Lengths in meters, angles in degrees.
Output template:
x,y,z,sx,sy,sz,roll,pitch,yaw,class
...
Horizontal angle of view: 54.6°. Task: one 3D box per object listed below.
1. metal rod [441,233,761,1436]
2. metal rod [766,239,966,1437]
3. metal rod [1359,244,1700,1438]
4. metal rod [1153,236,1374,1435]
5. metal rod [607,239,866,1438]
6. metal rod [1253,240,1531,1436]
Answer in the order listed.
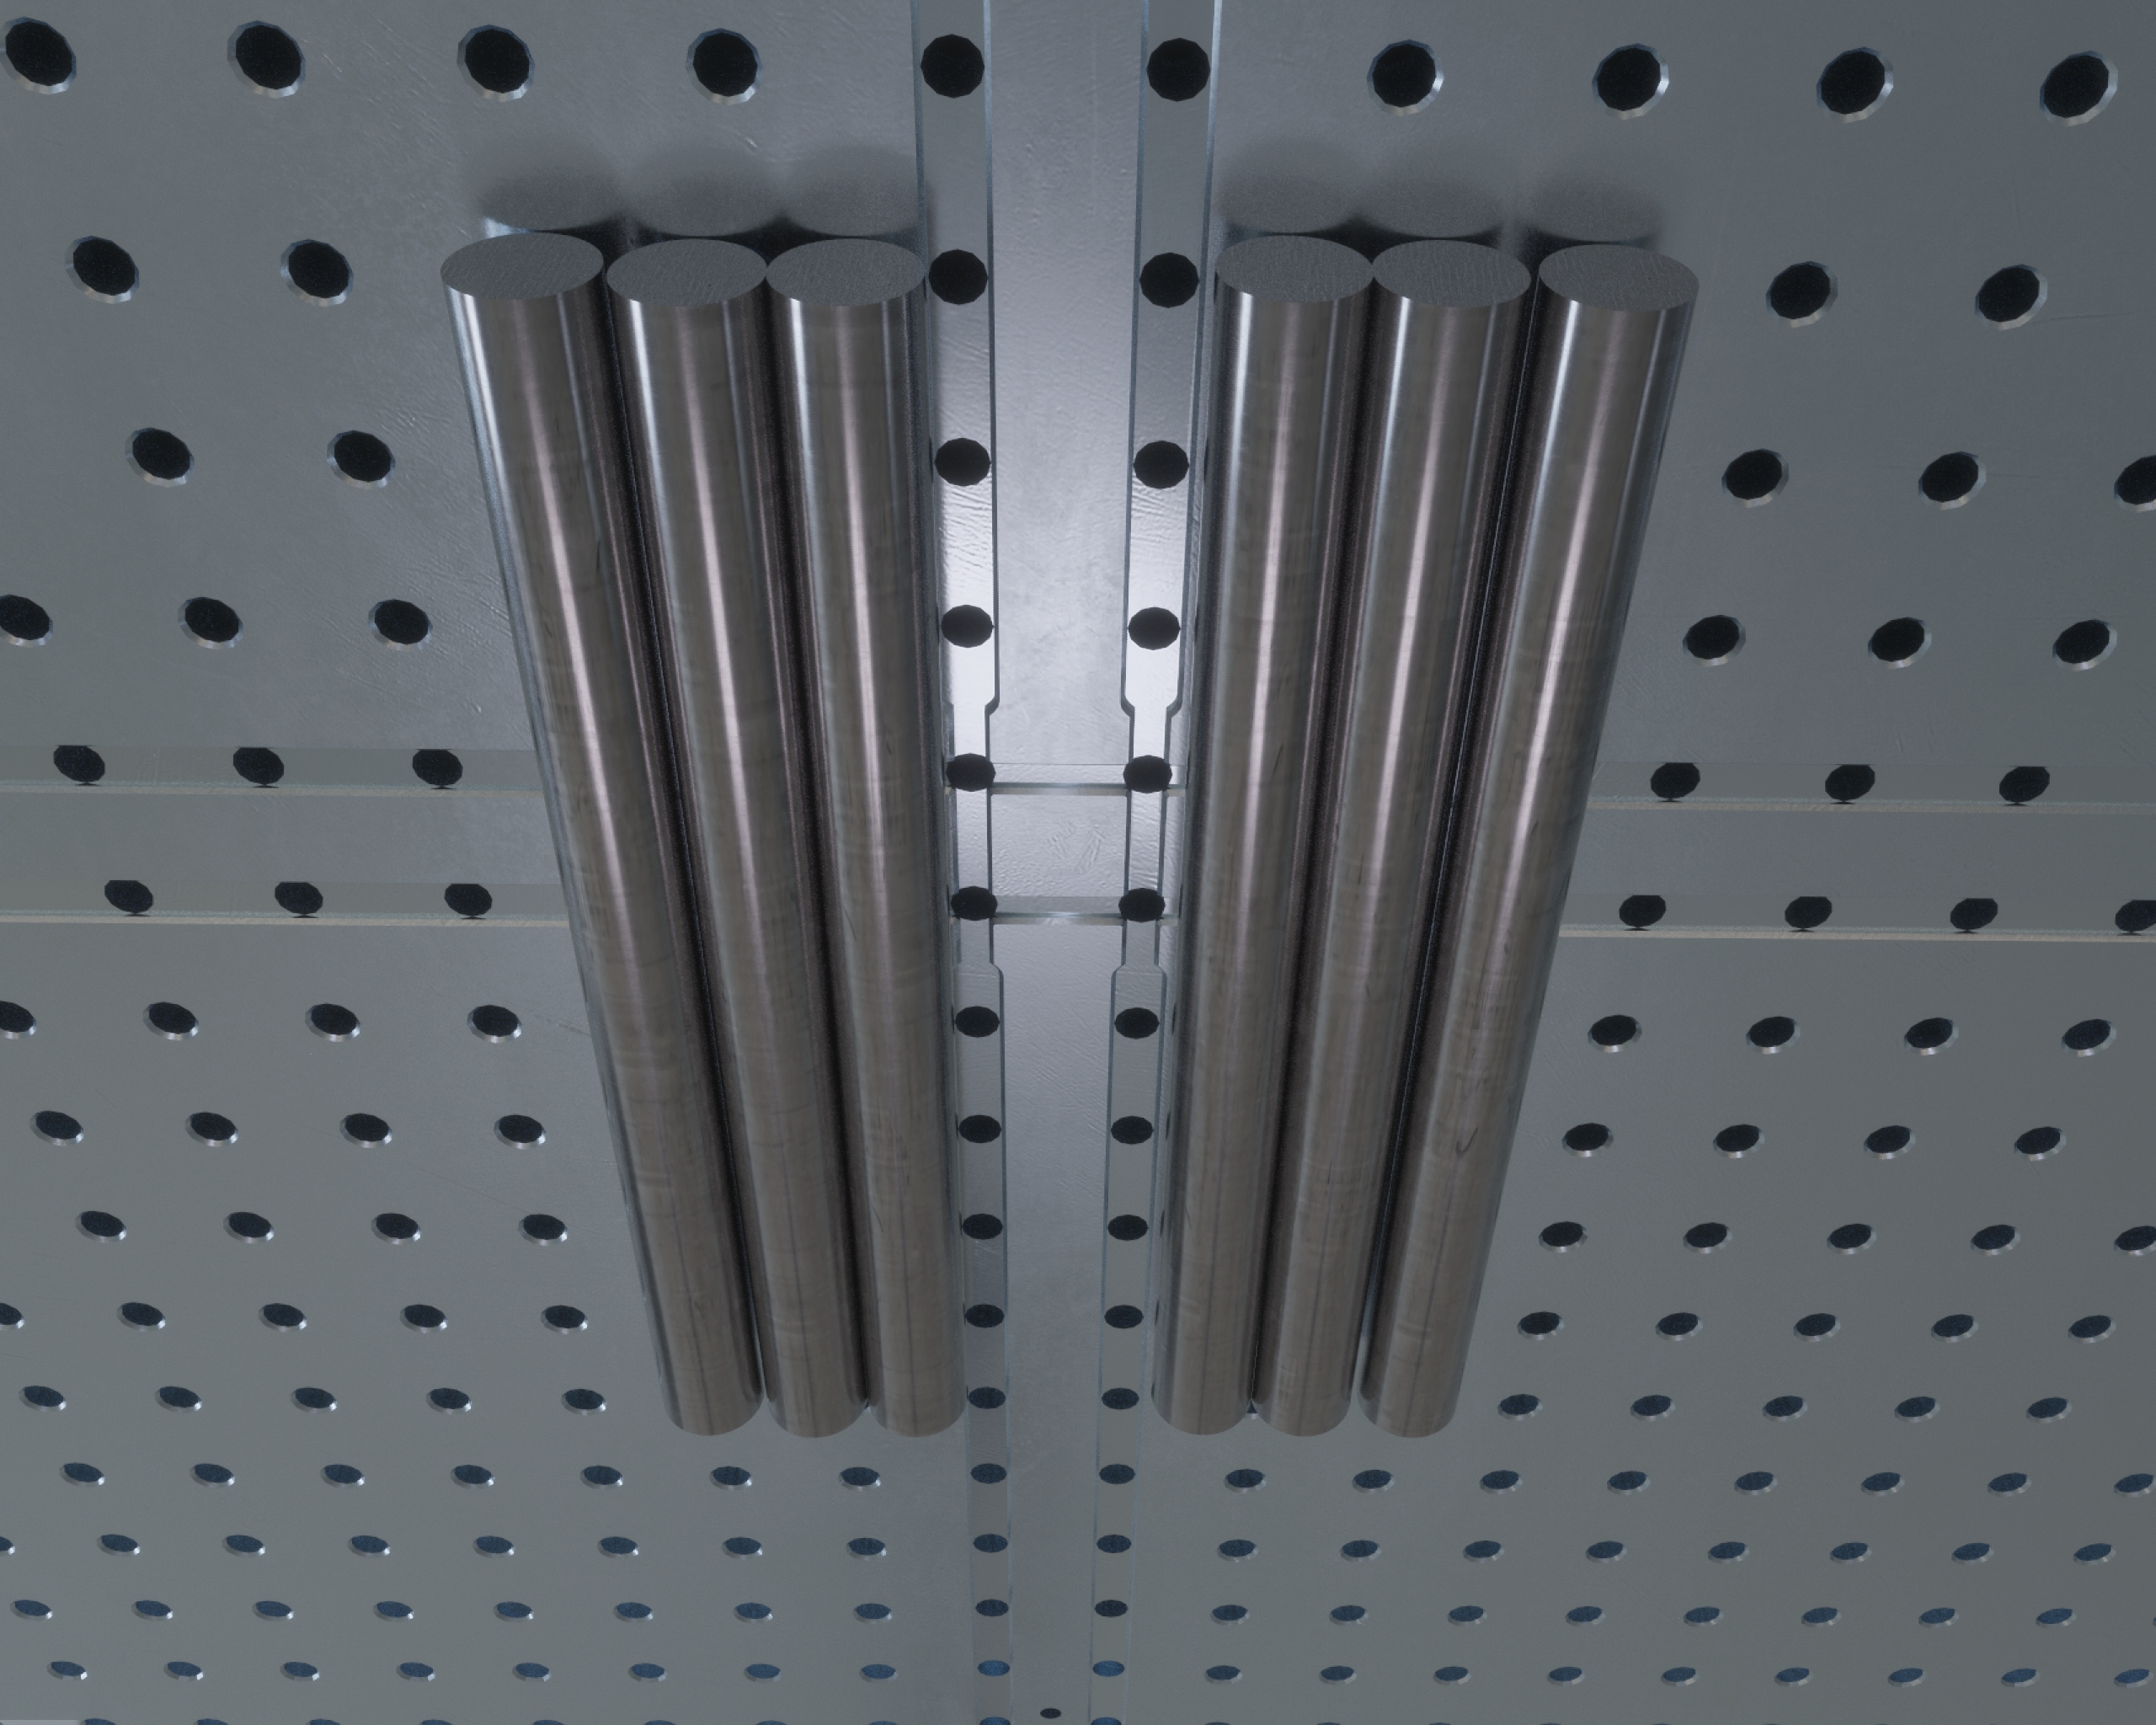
x,y,z,sx,sy,sz,roll,pitch,yaw,class
-0.089,0.019,0.426,0.025,0.025,0.298,0,130,-1,metal rod
-0.038,0.020,0.427,0.025,0.025,0.298,0,130,-1,metal rod
0.084,0.020,0.429,0.025,0.025,0.298,0,130,-1,metal rod
0.033,0.019,0.427,0.025,0.025,0.298,0,130,-1,metal rod
-0.064,0.020,0.427,0.025,0.025,0.298,0,130,-1,metal rod
0.058,0.020,0.428,0.025,0.025,0.298,0,130,-1,metal rod
